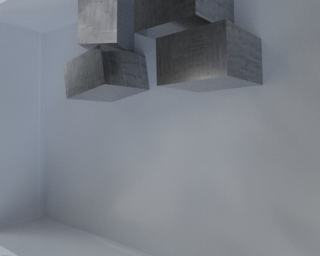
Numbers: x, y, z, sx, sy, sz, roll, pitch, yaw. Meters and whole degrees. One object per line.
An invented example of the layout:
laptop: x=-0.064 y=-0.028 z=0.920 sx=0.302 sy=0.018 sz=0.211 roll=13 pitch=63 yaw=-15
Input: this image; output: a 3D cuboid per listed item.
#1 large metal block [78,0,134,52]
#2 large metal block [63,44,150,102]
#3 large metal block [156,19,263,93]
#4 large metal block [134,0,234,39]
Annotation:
large metal block: x=-0.069 y=-0.143 z=0.417 sx=0.050 sy=0.080 sz=0.079 roll=1 pitch=91 yaw=10
large metal block: x=-0.074 y=-0.071 z=0.430 sx=0.080 sy=0.081 sz=0.050 roll=-12 pitch=82 yaw=39
large metal block: x=0.053 y=-0.070 z=0.326 sx=0.080 sy=0.081 sz=0.050 roll=-2 pitch=89 yaw=39
large metal block: x=0.028 y=-0.131 z=0.347 sx=0.080 sy=0.081 sz=0.050 roll=-1 pitch=89 yaw=39
